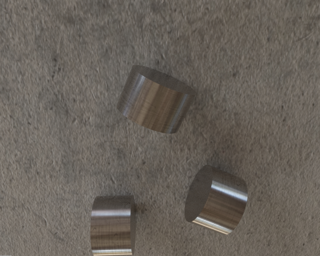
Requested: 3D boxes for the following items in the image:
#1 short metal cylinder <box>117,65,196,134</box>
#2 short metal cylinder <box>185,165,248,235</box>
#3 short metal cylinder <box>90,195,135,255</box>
[{"bbox_3d":[-0.004,-0.035,0.368,0.080,0.080,0.050,22,109,-8],"label":"short metal cylinder"},{"bbox_3d":[0.074,0.096,0.417,0.050,0.080,0.079,23,108,-9],"label":"short metal cylinder"},{"bbox_3d":[-0.062,0.134,0.429,0.050,0.080,0.079,-2,110,0],"label":"short metal cylinder"}]
